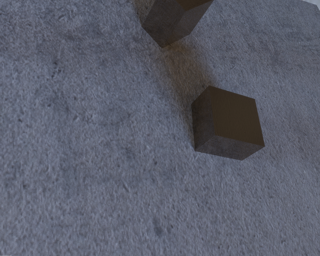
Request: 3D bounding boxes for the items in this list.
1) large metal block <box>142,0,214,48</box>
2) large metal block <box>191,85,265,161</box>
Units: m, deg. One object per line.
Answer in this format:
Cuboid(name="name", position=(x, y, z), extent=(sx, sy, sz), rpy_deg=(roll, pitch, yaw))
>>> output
Cuboid(name="large metal block", position=(0.028, -0.185, 0.499), extent=(0.050, 0.080, 0.080), rpy_deg=(48, 51, 5))
Cuboid(name="large metal block", position=(0.095, -0.006, 0.444), extent=(0.081, 0.050, 0.080), rpy_deg=(13, 56, -22))
